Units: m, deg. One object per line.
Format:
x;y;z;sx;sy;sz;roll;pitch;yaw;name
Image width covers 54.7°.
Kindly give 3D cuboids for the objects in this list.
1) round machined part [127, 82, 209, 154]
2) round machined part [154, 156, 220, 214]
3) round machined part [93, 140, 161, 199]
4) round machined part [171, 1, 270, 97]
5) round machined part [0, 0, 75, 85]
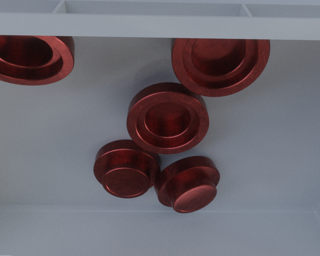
0.009;-0.016;0.385;0.099;0.042;0.097;-1;130;0;round machined part
0.044;0.089;0.456;0.099;0.042;0.097;-13;137;-13;round machined part
-0.048;0.066;0.454;0.099;0.042;0.097;0;130;0;round machined part
0.061;-0.084;0.327;0.099;0.042;0.097;-1;130;0;round machined part
-0.136;-0.085;0.307;0.099;0.042;0.098;-5;156;-2;round machined part
